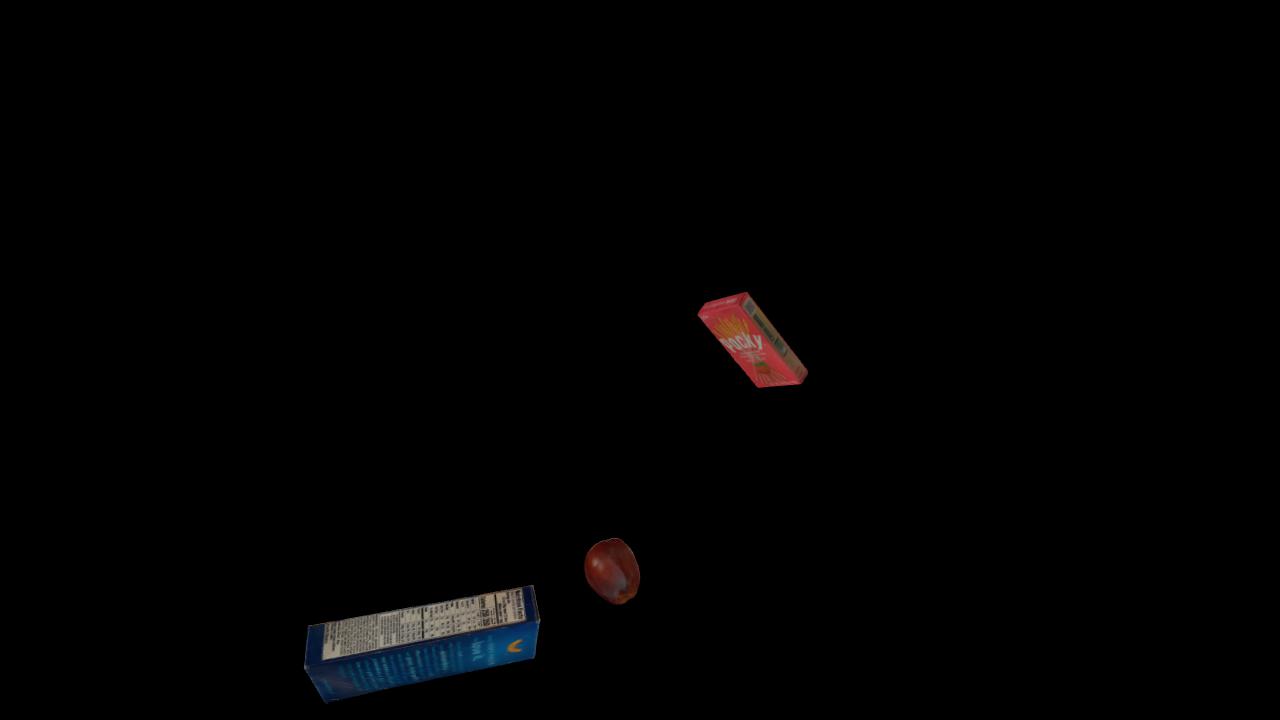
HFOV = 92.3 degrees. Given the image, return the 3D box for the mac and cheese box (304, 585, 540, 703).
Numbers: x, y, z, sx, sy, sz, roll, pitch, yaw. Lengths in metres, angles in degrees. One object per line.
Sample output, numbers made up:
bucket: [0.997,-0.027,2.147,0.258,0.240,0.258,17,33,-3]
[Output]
mac and cheese box: [-0.185,0.250,0.543,0.184,0.093,0.041,-4,46,-18]

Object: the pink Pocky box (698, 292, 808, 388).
pink Pocky box: [0.156,-0.024,0.851,0.155,0.029,0.084,48,-30,-21]

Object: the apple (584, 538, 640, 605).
apple: [-0.041,0.302,0.881,0.079,0.079,0.093,0,37,-43]
